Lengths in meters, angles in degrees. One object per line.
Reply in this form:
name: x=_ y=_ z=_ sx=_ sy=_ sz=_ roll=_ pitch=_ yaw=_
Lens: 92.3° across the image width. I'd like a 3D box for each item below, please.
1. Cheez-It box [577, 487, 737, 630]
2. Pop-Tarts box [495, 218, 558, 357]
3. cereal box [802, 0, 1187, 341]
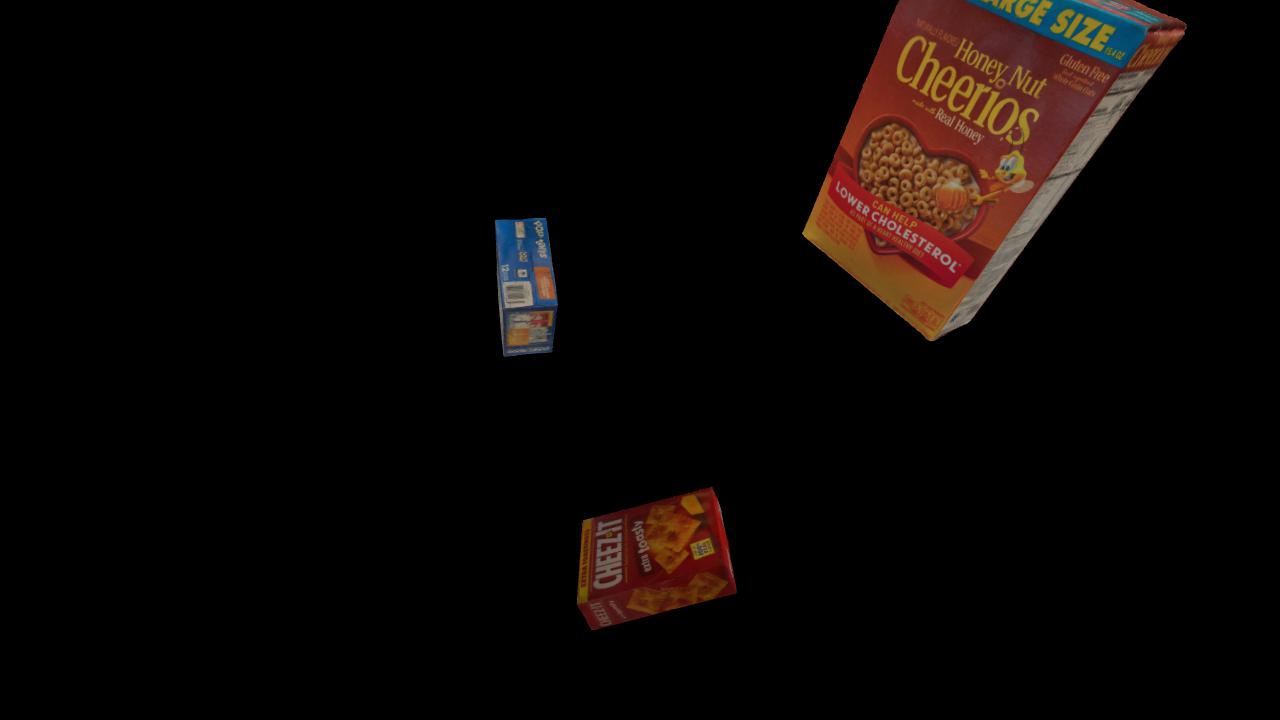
Cheez-It box: x=0.021 y=0.293 z=0.926 sx=0.223 sy=0.071 sz=0.166 roll=-17 pitch=28 yaw=8
Pop-Tarts box: x=-0.181 y=-0.113 z=0.968 sx=0.083 sy=0.167 sz=0.141 roll=-3 pitch=-29 yaw=-14
cereal box: x=0.293 y=-0.196 z=0.585 sx=0.081 sy=0.306 sz=0.203 roll=-20 pitch=54 yaw=-27
